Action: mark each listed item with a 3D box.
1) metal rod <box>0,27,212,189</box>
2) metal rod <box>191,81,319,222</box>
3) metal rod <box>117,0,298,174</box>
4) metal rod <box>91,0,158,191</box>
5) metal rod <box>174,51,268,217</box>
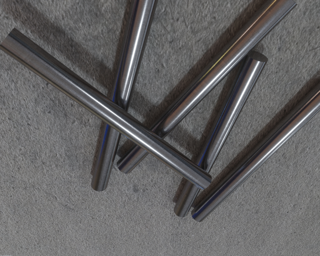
[{"bbox_3d":[-0.042,-0.006,0.367,0.025,0.025,0.301,-37,122,27],"label":"metal rod"},{"bbox_3d":[0.134,0.051,0.452,0.025,0.025,0.298,21,127,-18],"label":"metal rod"},{"bbox_3d":[0.036,-0.036,0.377,0.025,0.025,0.299,29,124,-23],"label":"metal rod"},{"bbox_3d":[-0.053,-0.021,0.388,0.025,0.025,0.298,12,129,-11],"label":"metal rod"},{"bbox_3d":[0.071,0.031,0.434,0.025,0.025,0.298,10,129,-9],"label":"metal rod"}]
